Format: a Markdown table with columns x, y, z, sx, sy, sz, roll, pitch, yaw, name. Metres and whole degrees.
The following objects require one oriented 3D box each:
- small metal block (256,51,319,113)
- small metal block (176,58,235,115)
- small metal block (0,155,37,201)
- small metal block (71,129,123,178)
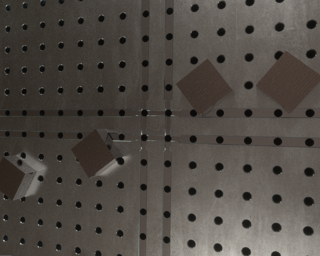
| x | y | z | sx | sy | sz | roll | pitch | yaw | name |
| --- | --- | --- | --- | --- | --- | --- | --- | --- | --- |
| 0.149 | -0.052 | 0.360 | 0.050 | 0.025 | 0.050 | 42 | 103 | 14 | small metal block |
| 0.057 | -0.050 | 0.392 | 0.050 | 0.025 | 0.050 | -38 | 78 | 15 | small metal block |
| -0.232 | 0.078 | 0.492 | 0.050 | 0.025 | 0.050 | 31 | 100 | 17 | small metal block |
| -0.090 | 0.036 | 0.443 | 0.050 | 0.025 | 0.050 | -38 | 78 | 15 | small metal block |
